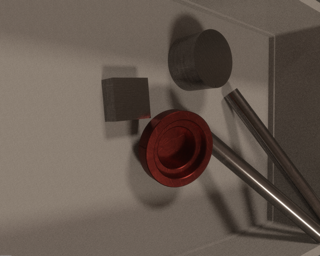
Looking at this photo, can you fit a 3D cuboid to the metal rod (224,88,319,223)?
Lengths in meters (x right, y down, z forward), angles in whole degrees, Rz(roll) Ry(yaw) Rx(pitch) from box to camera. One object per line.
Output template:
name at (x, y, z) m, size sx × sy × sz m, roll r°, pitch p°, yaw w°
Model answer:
metal rod at (0.205, 0.062, 0.505) m, size 0.025 × 0.025 × 0.299 m, roll -35°, pitch 88°, yaw -35°

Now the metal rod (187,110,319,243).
metal rod at (0.143, 0.078, 0.464) m, size 0.300 × 0.025 × 0.025 m, roll 39°, pitch 64°, yaw -11°

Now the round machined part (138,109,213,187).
round machined part at (0.016, 0.024, 0.402) m, size 0.099 × 0.042 × 0.097 m, roll -6°, pitch 102°, yaw -28°

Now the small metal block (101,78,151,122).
small metal block at (-0.040, -0.035, 0.374) m, size 0.050 × 0.025 × 0.050 m, roll -8°, pitch 95°, yaw -40°

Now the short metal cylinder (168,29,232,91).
short metal cylinder at (0.058, -0.095, 0.441) m, size 0.081 × 0.050 × 0.079 m, roll 0°, pitch 90°, yaw -40°
